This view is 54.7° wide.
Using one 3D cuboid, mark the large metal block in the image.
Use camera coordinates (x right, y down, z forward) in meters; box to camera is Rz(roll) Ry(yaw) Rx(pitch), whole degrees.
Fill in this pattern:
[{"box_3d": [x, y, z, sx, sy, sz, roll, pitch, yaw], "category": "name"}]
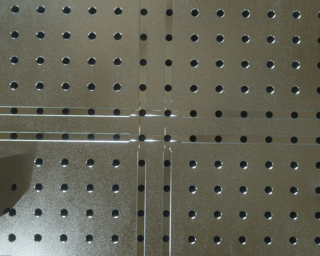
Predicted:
[{"box_3d": [-0.239, 0.069, 0.398, 0.080, 0.050, 0.080, 10, 90, -1], "category": "large metal block"}]
